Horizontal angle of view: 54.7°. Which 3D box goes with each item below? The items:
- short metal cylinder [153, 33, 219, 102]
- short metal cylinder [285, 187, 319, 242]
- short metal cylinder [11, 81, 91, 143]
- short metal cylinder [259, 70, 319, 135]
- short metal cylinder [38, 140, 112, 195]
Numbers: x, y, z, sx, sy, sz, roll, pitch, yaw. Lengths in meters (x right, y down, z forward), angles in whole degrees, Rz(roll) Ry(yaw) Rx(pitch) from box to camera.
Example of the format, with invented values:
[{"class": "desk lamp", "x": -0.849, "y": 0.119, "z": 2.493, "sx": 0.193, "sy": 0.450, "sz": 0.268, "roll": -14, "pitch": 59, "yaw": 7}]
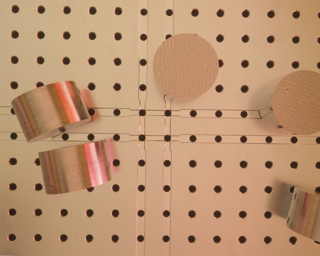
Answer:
[{"class": "short metal cylinder", "x": 0.031, "y": -0.076, "z": 0.401, "sx": 0.081, "sy": 0.050, "sz": 0.079, "roll": 0, "pitch": 90, "yaw": -1}, {"class": "short metal cylinder", "x": 0.205, "y": 0.110, "z": 0.389, "sx": 0.080, "sy": 0.080, "sz": 0.050, "roll": 14, "pitch": 90, "yaw": -1}, {"class": "short metal cylinder", "x": -0.133, "y": -0.020, "z": 0.384, "sx": 0.080, "sy": 0.080, "sz": 0.050, "roll": -22, "pitch": 90, "yaw": 0}, {"class": "short metal cylinder", "x": 0.177, "y": -0.031, "z": 0.403, "sx": 0.081, "sy": 0.050, "sz": 0.079, "roll": 0, "pitch": 90, "yaw": -1}, {"class": "short metal cylinder", "x": -0.104, "y": 0.047, "z": 0.385, "sx": 0.080, "sy": 0.080, "sz": 0.050, "roll": -11, "pitch": 90, "yaw": 0}]
